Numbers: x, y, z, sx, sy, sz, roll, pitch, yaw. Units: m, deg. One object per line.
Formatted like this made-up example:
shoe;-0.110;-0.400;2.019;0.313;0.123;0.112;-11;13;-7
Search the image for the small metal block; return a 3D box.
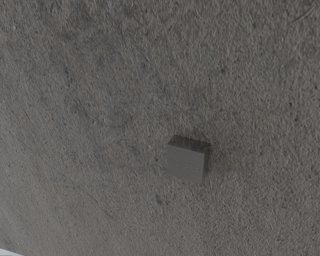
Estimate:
small metal block;0.037;0.042;0.413;0.050;0.025;0.050;13;124;21
